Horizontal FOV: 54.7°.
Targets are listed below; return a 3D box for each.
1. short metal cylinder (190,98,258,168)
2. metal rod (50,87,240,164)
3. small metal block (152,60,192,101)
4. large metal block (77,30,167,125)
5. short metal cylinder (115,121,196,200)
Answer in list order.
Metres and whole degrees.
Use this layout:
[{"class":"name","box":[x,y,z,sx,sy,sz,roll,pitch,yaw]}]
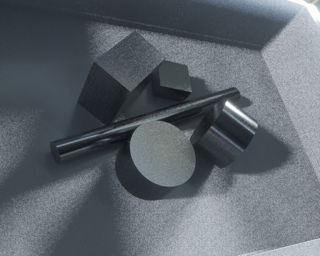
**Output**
[{"class":"short metal cylinder","box":[0.082,0.006,0.412,0.050,0.080,0.080,37,51,-4]},{"class":"metal rod","box":[0.005,-0.014,0.417,0.302,0.025,0.025,-19,72,-36]},{"class":"small metal block","box":[0.016,-0.071,0.457,0.050,0.025,0.050,8,58,-24]},{"class":"large metal block","box":[-0.048,-0.060,0.381,0.050,0.080,0.080,40,51,-2]},{"class":"short metal cylinder","box":[-0.006,0.038,0.362,0.081,0.050,0.080,14,56,-21]}]
